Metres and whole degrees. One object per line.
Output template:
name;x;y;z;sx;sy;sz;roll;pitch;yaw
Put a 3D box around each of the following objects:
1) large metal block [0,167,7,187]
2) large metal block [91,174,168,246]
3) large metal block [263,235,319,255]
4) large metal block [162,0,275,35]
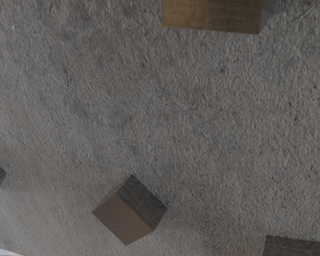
large metal block;-0.383;0.101;0.656;0.080;0.050;0.080;43;129;-2
large metal block;-0.050;0.133;0.499;0.080;0.050;0.080;46;129;-4
large metal block;0.186;0.197;0.414;0.080;0.050;0.080;-2;118;29
large metal block;0.055;-0.119;0.269;0.080;0.080;0.050;12;124;21
